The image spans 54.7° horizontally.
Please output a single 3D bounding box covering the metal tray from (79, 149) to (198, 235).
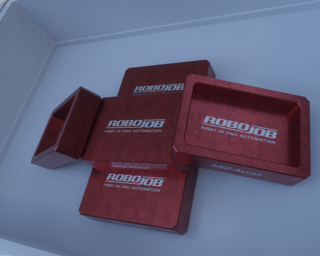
[{"bbox_3d":[-0.025,0.070,0.370,0.130,0.030,0.090,0,61,27],"label":"metal tray"}]

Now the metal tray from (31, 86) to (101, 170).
[{"bbox_3d":[-0.133,0.005,0.429,0.130,0.030,0.090,-20,49,53],"label":"metal tray"}]

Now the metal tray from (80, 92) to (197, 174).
[{"bbox_3d":[-0.024,0.005,0.372,0.130,0.030,0.090,-1,61,27],"label":"metal tray"}]

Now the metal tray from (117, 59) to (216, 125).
[{"bbox_3d":[0.004,-0.044,0.424,0.130,0.030,0.090,0,61,27],"label":"metal tray"}]

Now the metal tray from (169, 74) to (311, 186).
[{"bbox_3d":[0.082,0.001,0.317,0.131,0.030,0.090,12,65,1],"label":"metal tray"}]
